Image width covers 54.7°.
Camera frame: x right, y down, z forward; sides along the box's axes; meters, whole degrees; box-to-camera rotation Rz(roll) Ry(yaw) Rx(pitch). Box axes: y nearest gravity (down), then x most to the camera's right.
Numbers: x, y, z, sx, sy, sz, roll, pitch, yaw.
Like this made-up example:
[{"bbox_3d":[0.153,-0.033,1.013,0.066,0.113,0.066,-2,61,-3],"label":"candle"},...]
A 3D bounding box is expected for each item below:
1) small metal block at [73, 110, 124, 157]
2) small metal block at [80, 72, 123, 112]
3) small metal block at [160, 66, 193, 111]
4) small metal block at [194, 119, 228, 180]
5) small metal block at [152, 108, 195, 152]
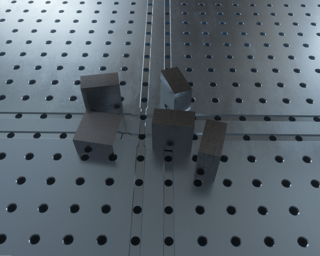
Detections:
[{"bbox_3d":[-0.078,0.007,0.401,0.050,0.025,0.050,8,50,6],"label":"small metal block"},{"bbox_3d":[-0.080,-0.048,0.430,0.050,0.050,0.025,-7,51,-6],"label":"small metal block"},{"bbox_3d":[0.021,-0.049,0.433,0.025,0.050,0.050,-16,52,-14],"label":"small metal block"},{"bbox_3d":[0.061,0.026,0.370,0.025,0.050,0.050,13,51,10],"label":"small metal block"},{"bbox_3d":[0.017,0.003,0.389,0.050,0.050,0.025,5,50,4],"label":"small metal block"}]
